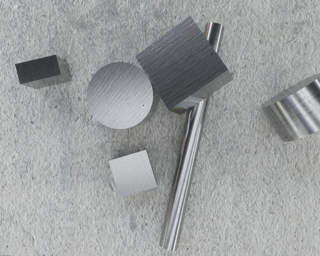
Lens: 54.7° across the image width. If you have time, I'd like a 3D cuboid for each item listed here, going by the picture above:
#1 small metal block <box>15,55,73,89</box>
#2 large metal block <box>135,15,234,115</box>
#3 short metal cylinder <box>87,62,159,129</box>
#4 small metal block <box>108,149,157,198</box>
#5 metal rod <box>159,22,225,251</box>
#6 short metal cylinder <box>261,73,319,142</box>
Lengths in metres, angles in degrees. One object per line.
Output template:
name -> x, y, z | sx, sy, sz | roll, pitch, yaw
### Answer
small metal block -> -0.146, -0.070, 0.396 | 0.050, 0.050, 0.025 | -13, 90, 0
large metal block -> 0.031, -0.074, 0.380 | 0.080, 0.050, 0.080 | -34, 76, 14
short metal cylinder -> -0.045, -0.040, 0.392 | 0.080, 0.050, 0.079 | 0, 93, 7
small metal block -> -0.035, 0.059, 0.410 | 0.050, 0.025, 0.050 | -17, 90, 0
metal rod -> 0.042, 0.011, 0.410 | 0.025, 0.025, 0.298 | 12, 90, 0
short metal cylinder -> 0.175, -0.025, 0.384 | 0.080, 0.080, 0.050 | -32, 90, 0
